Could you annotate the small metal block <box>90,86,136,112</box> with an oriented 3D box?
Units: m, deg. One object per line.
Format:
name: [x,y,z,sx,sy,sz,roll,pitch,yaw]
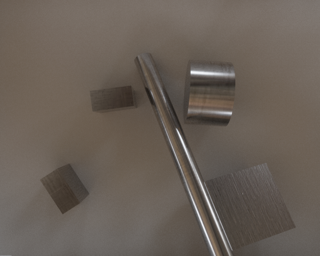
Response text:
small metal block: [-0.058,-0.036,0.398,0.050,0.050,0.025,-8,90,0]

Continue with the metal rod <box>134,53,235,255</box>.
metal rod: [0.029,0.040,0.365,0.025,0.025,0.299,-21,72,0]

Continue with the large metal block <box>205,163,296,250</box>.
large metal block: [0.102,0.097,0.380,0.081,0.050,0.080,-14,68,-13]

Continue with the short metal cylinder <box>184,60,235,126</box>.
short metal cylinder: [0.058,-0.043,0.385,0.050,0.080,0.079,4,90,0]

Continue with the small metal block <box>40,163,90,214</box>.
small metal block: [-0.120,0.076,0.397,0.025,0.050,0.050,-33,90,0]
